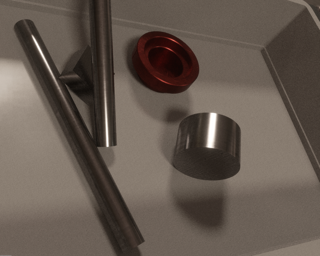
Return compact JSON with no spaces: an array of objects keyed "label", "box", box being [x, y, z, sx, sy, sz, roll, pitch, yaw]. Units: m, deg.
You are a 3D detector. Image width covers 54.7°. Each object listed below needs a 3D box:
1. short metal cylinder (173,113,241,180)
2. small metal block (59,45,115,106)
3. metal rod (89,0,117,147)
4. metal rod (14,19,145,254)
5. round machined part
[{"label":"short metal cylinder","box":[0.060,0.025,0.389,0.080,0.080,0.050,23,53,-15]},{"label":"small metal block","box":[-0.089,-0.065,0.384,0.050,0.025,0.050,47,41,-33]},{"label":"metal rod","box":[-0.068,-0.128,0.356,0.025,0.025,0.298,-4,93,-30]},{"label":"metal rod","box":[-0.099,-0.003,0.354,0.025,0.025,0.299,-19,72,-36]},{"label":"round machined part","box":[0.004,-0.090,0.454,0.099,0.042,0.098,14,56,-21]}]
